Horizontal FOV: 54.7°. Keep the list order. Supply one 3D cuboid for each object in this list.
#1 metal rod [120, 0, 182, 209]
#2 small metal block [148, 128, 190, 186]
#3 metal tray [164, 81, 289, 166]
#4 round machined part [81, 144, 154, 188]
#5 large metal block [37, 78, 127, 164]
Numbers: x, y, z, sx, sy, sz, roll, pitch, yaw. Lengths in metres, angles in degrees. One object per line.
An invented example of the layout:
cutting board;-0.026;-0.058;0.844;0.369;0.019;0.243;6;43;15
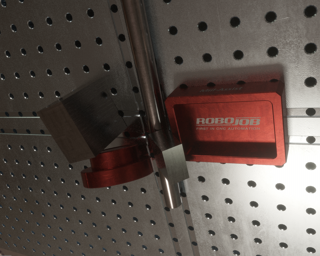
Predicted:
metal rod;-0.006;-0.017;0.401;0.025;0.025;0.298;3;120;26
small metal block;0.011;0.035;0.386;0.025;0.050;0.050;-21;118;-12
metal tray;0.078;-0.004;0.363;0.130;0.030;0.089;0;118;28
round machined part;-0.061;0.049;0.430;0.098;0.099;0.042;-10;92;32
large metal block;-0.102;-0.010;0.420;0.050;0.080;0.080;-16;110;34
